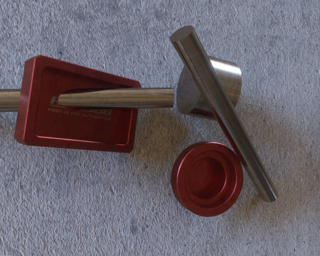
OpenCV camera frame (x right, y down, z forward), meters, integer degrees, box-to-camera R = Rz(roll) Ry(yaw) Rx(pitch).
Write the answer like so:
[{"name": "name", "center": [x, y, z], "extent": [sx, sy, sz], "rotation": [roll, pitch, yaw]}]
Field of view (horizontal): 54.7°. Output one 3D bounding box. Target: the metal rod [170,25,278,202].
[{"name": "metal rod", "center": [0.094, 0.006, 0.386], "extent": [0.025, 0.025, 0.300], "rotation": [-47, 127, -14]}]

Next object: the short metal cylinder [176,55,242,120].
[{"name": "short metal cylinder", "center": [0.061, -0.052, 0.403], "extent": [0.050, 0.080, 0.080], "rotation": [10, 87, -20]}]

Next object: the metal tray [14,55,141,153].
[{"name": "metal tray", "center": [-0.086, -0.021, 0.351], "extent": [0.131, 0.030, 0.089], "rotation": [9, 87, -41]}]

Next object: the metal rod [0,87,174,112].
[{"name": "metal rod", "center": [-0.133, -0.031, 0.341], "extent": [0.302, 0.025, 0.025], "rotation": [-2, 91, -13]}]

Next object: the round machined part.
[{"name": "round machined part", "center": [0.060, 0.067, 0.423], "extent": [0.099, 0.042, 0.097], "rotation": [0, 90, -20]}]
